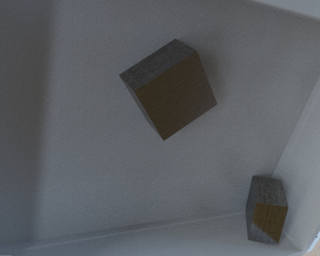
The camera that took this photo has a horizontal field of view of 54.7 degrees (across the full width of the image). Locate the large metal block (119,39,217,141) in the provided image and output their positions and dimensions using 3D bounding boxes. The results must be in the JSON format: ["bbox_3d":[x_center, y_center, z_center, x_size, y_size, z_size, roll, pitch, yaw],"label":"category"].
[{"bbox_3d":[0.011,-0.045,0.370,0.080,0.050,0.080,-35,129,-6],"label":"large metal block"}]

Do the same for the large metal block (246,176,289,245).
[{"bbox_3d":[0.186,0.143,0.550,0.050,0.080,0.079,7,115,9],"label":"large metal block"}]
